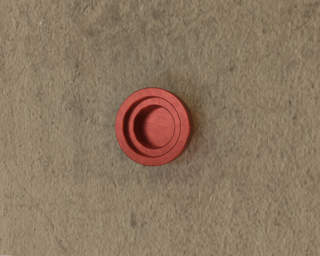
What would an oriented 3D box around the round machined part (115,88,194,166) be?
[{"bbox_3d":[-0.004,-0.001,0.401,0.098,0.042,0.097,0,90,19],"label":"round machined part"}]
